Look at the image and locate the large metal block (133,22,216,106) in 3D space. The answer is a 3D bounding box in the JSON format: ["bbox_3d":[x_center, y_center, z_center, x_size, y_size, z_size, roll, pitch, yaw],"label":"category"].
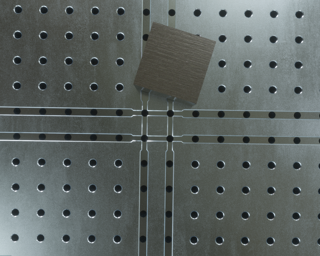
[{"bbox_3d":[0.018,-0.079,0.401,0.080,0.050,0.080,18,90,0],"label":"large metal block"}]
